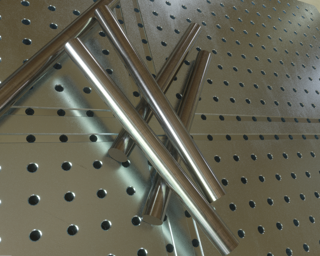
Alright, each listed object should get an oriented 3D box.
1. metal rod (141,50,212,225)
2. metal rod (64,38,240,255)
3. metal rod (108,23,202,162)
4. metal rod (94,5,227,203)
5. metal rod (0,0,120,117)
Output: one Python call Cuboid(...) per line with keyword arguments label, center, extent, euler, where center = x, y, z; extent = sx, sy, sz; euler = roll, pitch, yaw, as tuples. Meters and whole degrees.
Cuboid(label="metal rod", center=(0.033, -0.010, 0.433), extent=(0.025, 0.025, 0.300), euler=(29, 52, -11))
Cuboid(label="metal rod", center=(-0.015, 0.014, 0.359), extent=(0.025, 0.025, 0.300), euler=(-32, 79, -38))
Cuboid(label="metal rod", center=(0.006, -0.072, 0.456), extent=(0.025, 0.025, 0.301), euler=(34, 51, -7))
Cuboid(label="metal rod", center=(-0.008, -0.042, 0.397), extent=(0.025, 0.025, 0.299), euler=(-19, 70, -36))
Cuboid(label="metal rod", center=(-0.131, -0.105, 0.402), extent=(0.025, 0.025, 0.301), euler=(34, 51, -7))
